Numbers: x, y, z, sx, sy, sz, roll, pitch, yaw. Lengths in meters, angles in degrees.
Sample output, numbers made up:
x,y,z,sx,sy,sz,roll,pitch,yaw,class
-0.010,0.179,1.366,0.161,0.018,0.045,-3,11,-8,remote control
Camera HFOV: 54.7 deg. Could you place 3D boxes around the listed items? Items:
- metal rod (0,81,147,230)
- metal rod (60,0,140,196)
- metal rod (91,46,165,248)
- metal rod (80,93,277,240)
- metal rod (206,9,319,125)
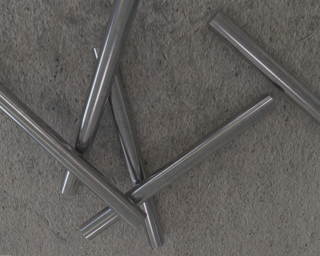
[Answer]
x,y,z,sx,sy,sz,roll,pitch,yaw,class
-0.135,0.017,0.383,0.300,0.025,0.025,43,105,-3,metal rod
-0.077,-0.034,0.373,0.025,0.025,0.298,20,117,-7,metal rod
-0.038,0.038,0.423,0.025,0.025,0.298,-12,110,4,metal rod
0.021,0.053,0.409,0.300,0.025,0.025,-36,106,4,metal rod
0.180,-0.042,0.395,0.301,0.025,0.025,37,106,-13,metal rod
